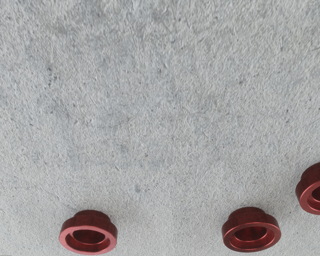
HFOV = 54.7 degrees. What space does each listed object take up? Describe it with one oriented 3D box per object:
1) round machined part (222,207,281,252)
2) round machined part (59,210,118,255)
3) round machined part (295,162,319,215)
[{"bbox_3d":[0.158,0.176,0.547,0.099,0.042,0.097,0,130,0],"label":"round machined part"},{"bbox_3d":[-0.124,0.182,0.550,0.099,0.042,0.097,0,130,0],"label":"round machined part"},{"bbox_3d":[0.257,0.088,0.473,0.099,0.042,0.097,0,130,0],"label":"round machined part"}]
